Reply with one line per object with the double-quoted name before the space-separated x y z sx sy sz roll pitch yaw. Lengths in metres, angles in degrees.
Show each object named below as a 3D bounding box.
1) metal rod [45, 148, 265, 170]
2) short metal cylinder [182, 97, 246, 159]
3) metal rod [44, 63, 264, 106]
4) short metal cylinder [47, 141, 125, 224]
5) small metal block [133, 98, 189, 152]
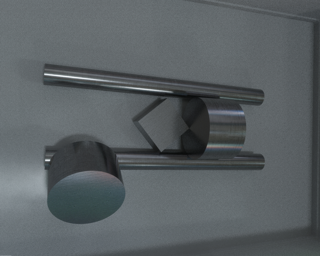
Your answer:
"metal rod" 0.008 0.043 0.412 0.303 0.025 0.025 3 89 -21
"short metal cylinder" 0.068 0.001 0.406 0.050 0.080 0.079 2 90 -20
"metal rod" 0.007 -0.054 0.412 0.302 0.025 0.025 3 89 -21
"short metal cylinder" -0.083 0.061 0.347 0.081 0.050 0.079 -9 127 -12
"small metal block" 0.002 -0.004 0.410 0.050 0.025 0.050 -40 103 -16
